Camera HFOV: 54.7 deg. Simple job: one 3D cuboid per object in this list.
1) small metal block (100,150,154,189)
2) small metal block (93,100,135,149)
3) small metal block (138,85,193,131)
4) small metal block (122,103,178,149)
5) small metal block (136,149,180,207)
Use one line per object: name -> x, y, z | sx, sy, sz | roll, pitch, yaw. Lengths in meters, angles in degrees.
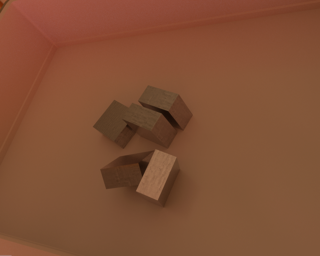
small metal block -> -0.035, 0.050, 0.375 | 0.050, 0.050, 0.025 | -12, 98, 22
small metal block -> -0.059, -0.006, 0.440 | 0.050, 0.025, 0.050 | 29, 78, 37
small metal block -> 0.008, -0.026, 0.402 | 0.050, 0.050, 0.025 | 21, 73, 36
small metal block -> -0.013, -0.003, 0.398 | 0.050, 0.050, 0.025 | 22, 74, 36
small metal block -> 0.000, 0.058, 0.351 | 0.025, 0.050, 0.050 | 20, 71, 16
